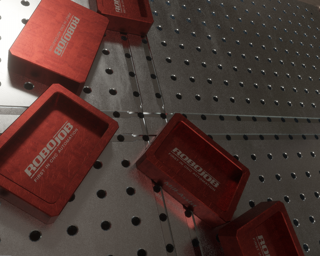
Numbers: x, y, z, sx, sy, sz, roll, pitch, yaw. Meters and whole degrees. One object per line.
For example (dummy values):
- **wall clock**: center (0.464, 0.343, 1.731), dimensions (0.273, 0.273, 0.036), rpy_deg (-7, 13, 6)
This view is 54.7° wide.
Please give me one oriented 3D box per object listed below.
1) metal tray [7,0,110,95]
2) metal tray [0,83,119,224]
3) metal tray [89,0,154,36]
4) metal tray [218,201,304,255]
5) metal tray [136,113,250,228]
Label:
- **metal tray**: center (-0.127, -0.114, 0.406), dimensions (0.091, 0.030, 0.130), rpy_deg (22, 53, -16)
- **metal tray**: center (-0.114, 0.022, 0.330), dimensions (0.090, 0.030, 0.130), rpy_deg (34, 51, -6)
- **metal tray**: center (-0.067, -0.214, 0.500), dimensions (0.091, 0.030, 0.130), rpy_deg (2, 61, -28)
- **metal tray**: center (0.129, 0.162, 0.357), dimensions (0.091, 0.030, 0.129), rpy_deg (-18, 85, -35)
- **metal tray**: center (0.046, 0.052, 0.399), dimensions (0.130, 0.030, 0.090), rpy_deg (39, 51, -2)
